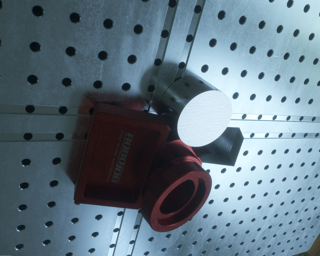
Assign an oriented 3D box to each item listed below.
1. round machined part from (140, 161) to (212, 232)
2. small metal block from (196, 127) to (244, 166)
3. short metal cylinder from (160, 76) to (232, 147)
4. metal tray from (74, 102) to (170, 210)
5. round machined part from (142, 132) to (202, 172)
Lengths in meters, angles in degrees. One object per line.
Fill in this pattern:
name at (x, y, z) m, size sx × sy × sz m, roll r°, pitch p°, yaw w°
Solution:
round machined part at (0.016, 0.083, 0.400) m, size 0.099 × 0.042 × 0.097 m, roll -23°, pitch 133°, yaw -27°
small metal block at (0.087, 0.025, 0.448) m, size 0.025 × 0.050 × 0.050 m, roll 56°, pitch 50°, yaw -39°
short metal cylinder at (0.047, -0.022, 0.408) m, size 0.081 × 0.050 × 0.079 m, roll -14°, pitch 125°, yaw -21°
metal tray at (-0.051, 0.040, 0.392) m, size 0.091 × 0.030 × 0.129 m, roll 11°, pitch 113°, yaw -18°
round machined part at (0.021, 0.058, 0.447) m, size 0.099 × 0.042 × 0.097 m, roll -14°, pitch 125°, yaw -21°
